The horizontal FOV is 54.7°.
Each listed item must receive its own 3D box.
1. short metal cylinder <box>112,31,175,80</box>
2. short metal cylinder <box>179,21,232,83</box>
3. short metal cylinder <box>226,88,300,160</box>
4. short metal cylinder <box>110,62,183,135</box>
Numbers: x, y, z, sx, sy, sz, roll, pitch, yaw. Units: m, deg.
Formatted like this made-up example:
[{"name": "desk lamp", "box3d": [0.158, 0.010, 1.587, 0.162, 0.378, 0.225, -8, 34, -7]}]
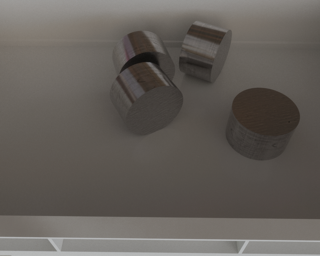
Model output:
[{"name": "short metal cylinder", "box3d": [-0.024, -0.091, 0.446, 0.081, 0.080, 0.050, -12, 51, -10]}, {"name": "short metal cylinder", "box3d": [0.069, -0.114, 0.466, 0.050, 0.080, 0.080, 22, 54, 18]}, {"name": "short metal cylinder", "box3d": [0.128, -0.006, 0.394, 0.080, 0.050, 0.080, 0, 50, 0]}, {"name": "short metal cylinder", "box3d": [-0.017, -0.037, 0.401, 0.081, 0.080, 0.050, -22, 54, -18]}]
